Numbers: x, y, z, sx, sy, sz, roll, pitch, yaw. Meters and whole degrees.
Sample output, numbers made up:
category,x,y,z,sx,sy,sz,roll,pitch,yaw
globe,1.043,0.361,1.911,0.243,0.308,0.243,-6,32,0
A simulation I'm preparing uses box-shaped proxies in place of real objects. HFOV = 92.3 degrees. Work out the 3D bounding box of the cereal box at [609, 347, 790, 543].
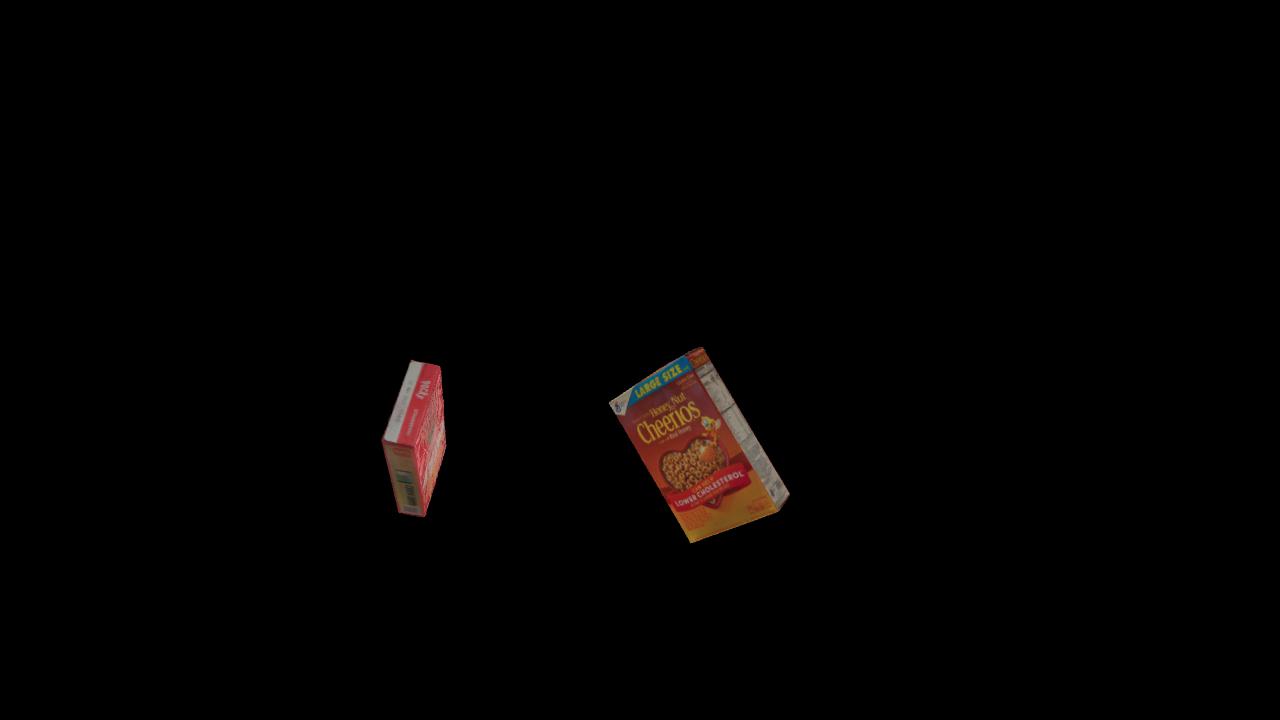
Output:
category,x,y,z,sx,sy,sz,roll,pitch,yaw
cereal box,0.099,0.155,1.099,0.203,0.306,0.081,-32,-3,36

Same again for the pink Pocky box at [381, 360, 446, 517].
category,x,y,z,sx,sy,sz,roll,pitch,yaw
pink Pocky box,-0.207,0.078,0.575,0.029,0.084,0.155,11,-38,-7
